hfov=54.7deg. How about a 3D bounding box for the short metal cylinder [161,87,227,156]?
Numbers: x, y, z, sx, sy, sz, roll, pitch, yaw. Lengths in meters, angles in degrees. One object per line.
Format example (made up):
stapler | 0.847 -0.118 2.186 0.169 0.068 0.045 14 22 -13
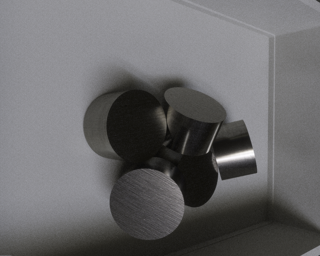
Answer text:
short metal cylinder | 0.036 -0.010 0.392 0.081 0.080 0.050 -11 133 -40

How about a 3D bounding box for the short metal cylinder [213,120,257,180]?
short metal cylinder | 0.106 0.032 0.453 0.080 0.050 0.080 -15 91 -81

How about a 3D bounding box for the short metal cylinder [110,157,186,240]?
short metal cylinder | -0.011 0.078 0.353 0.050 0.080 0.079 -51 133 -79

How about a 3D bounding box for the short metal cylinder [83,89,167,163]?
short metal cylinder | -0.039 -0.002 0.356 0.081 0.050 0.079 0 90 -40

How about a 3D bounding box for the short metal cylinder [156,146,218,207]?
short metal cylinder | 0.033 0.062 0.418 0.081 0.050 0.079 0 90 -40
